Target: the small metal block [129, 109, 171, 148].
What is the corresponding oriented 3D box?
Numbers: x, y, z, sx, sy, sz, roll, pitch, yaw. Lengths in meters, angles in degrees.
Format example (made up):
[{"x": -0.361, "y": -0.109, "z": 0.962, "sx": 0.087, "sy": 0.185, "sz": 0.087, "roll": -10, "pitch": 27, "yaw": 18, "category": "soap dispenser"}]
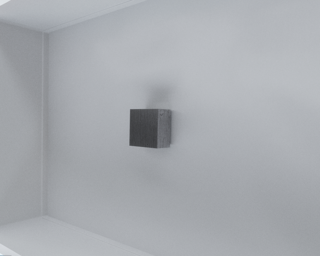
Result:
[{"x": -0.014, "y": 0.000, "z": 0.415, "sx": 0.050, "sy": 0.025, "sz": 0.050, "roll": 2, "pitch": 92, "yaw": 40, "category": "small metal block"}]
